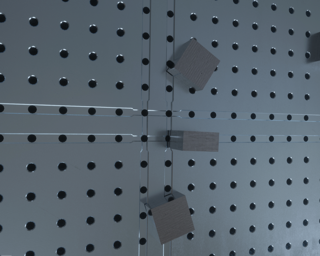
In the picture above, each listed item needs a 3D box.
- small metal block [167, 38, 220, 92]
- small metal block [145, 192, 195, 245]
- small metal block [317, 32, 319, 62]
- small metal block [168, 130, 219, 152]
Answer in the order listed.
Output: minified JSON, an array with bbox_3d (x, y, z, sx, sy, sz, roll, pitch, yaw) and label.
[{"bbox_3d":[0.047,-0.086,0.429,0.050,0.025,0.050,35,79,-17],"label":"small metal block"},{"bbox_3d":[0.013,0.120,0.417,0.050,0.025,0.050,-18,96,-19],"label":"small metal block"},{"bbox_3d":[0.294,-0.135,0.520,0.050,0.025,0.050,6,88,-20],"label":"small metal block"},{"bbox_3d":[0.044,0.017,0.415,0.050,0.050,0.025,3,89,-20],"label":"small metal block"}]
